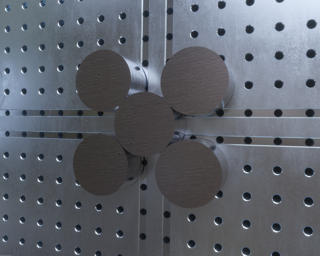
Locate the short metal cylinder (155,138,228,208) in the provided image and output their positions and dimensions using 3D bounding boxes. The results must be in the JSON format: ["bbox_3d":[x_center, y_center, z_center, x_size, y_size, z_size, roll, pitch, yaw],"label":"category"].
[{"bbox_3d":[0.040,0.053,0.384,0.080,0.050,0.079,0,90,19],"label":"short metal cylinder"}]

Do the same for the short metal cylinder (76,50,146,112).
[{"bbox_3d":[-0.065,-0.061,0.420,0.080,0.050,0.079,0,90,19],"label":"short metal cylinder"}]

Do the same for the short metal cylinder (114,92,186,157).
[{"bbox_3d":[-0.012,-0.005,0.402,0.080,0.050,0.079,0,90,19],"label":"short metal cylinder"}]

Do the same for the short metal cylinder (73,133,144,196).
[{"bbox_3d":[-0.069,0.047,0.421,0.080,0.050,0.079,0,90,19],"label":"short metal cylinder"}]

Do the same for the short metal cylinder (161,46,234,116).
[{"bbox_3d":[0.047,-0.054,0.380,0.080,0.050,0.079,0,90,19],"label":"short metal cylinder"}]
